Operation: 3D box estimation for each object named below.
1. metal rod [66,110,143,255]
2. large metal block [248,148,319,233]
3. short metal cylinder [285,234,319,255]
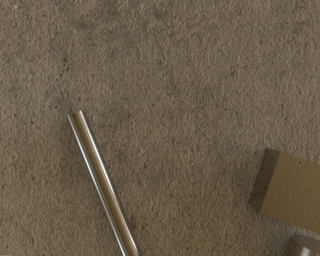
[{"bbox_3d":[-0.056,0.120,0.409,0.025,0.025,0.299,-22,90,0],"label":"metal rod"},{"bbox_3d":[0.171,0.078,0.399,0.080,0.050,0.080,19,90,0],"label":"large metal block"},{"bbox_3d":[0.197,0.174,0.384,0.080,0.080,0.050,16,90,0],"label":"short metal cylinder"}]
